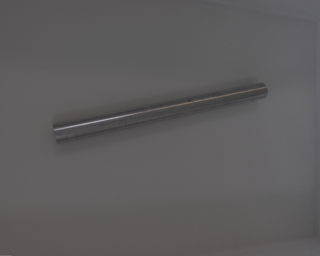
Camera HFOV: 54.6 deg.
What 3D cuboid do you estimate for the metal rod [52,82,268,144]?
[{"bbox_3d":[0.015,-0.025,0.415,0.302,0.025,0.025,-13,95,-20],"label":"metal rod"}]
